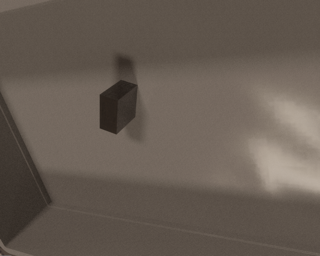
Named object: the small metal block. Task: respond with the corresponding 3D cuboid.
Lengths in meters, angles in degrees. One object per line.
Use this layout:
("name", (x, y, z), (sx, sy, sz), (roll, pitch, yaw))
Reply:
("small metal block", (-0.053, -0.028, 0.402), (0.025, 0.050, 0.050), (19, 126, 17))
